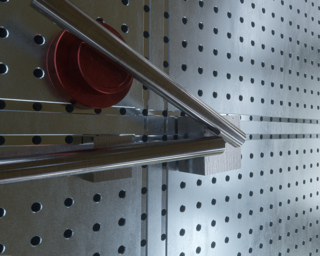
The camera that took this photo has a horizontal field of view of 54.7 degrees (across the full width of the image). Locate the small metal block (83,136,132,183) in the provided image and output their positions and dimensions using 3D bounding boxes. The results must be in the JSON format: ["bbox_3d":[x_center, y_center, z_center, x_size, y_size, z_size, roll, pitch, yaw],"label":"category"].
[{"bbox_3d":[-0.061,0.034,0.361,0.050,0.025,0.050,-1,91,-40],"label":"small metal block"}]

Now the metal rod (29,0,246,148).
[{"bbox_3d":[0.001,-0.050,0.349,0.301,0.025,0.025,31,70,-33],"label":"metal rod"}]

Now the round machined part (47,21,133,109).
[{"bbox_3d":[-0.068,-0.070,0.342,0.099,0.042,0.097,0,90,-40],"label":"round machined part"}]

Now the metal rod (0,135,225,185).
[{"bbox_3d":[-0.054,0.032,0.330,0.303,0.025,0.025,-4,93,-30],"label":"metal rod"}]

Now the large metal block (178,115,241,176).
[{"bbox_3d":[0.073,0.022,0.453,0.081,0.050,0.079,-3,92,-40],"label":"large metal block"}]
